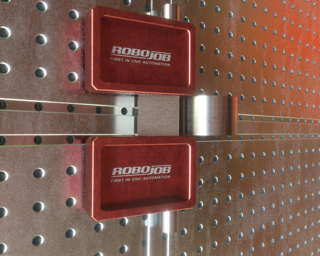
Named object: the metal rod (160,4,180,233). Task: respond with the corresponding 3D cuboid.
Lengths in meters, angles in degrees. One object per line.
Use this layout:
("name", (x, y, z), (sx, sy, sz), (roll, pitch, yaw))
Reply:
("metal rod", (0.013, -0.013, 0.415), (0.025, 0.025, 0.298), (0, 90, -40))

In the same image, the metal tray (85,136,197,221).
("metal tray", (-0.019, 0.054, 0.367), (0.131, 0.030, 0.089), (0, 90, -28))

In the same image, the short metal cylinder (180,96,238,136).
("short metal cylinder", (0.065, -0.016, 0.424), (0.081, 0.080, 0.050), (0, 90, -40))

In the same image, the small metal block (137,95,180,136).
("small metal block", (-0.003, -0.015, 0.388), (0.050, 0.025, 0.050), (1, 90, -9))

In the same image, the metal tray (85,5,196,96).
("metal tray", (-0.020, -0.085, 0.366), (0.131, 0.030, 0.089), (0, 90, -28))
